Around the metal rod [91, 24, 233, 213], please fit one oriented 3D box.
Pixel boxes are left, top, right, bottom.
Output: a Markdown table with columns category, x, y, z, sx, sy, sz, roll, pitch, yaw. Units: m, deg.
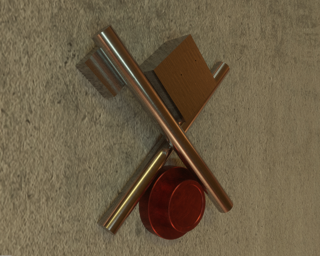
| category | x | y | z | sx | sy | sz | roll | pitch | yaw |
| --- | --- | --- | --- | --- | --- | --- | --- | --- | --- |
| metal rod | 0.017 | 0.007 | 0.390 | 0.025 | 0.025 | 0.300 | -51 | 120 | -28 |

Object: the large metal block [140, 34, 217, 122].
| category | x | y | z | sx | sy | sz | roll | pitch | yaw |
| --- | --- | --- | --- | --- | --- | --- | --- | --- | --- |
| large metal block | 0.020 | -0.064 | 0.410 | 0.080 | 0.050 | 0.080 | -49 | 120 | -29 |

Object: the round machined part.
| category | x | y | z | sx | sy | sz | roll | pitch | yaw |
| --- | --- | --- | --- | --- | --- | --- | --- | --- | --- |
| round machined part | 0.024 | 0.101 | 0.417 | 0.099 | 0.042 | 0.097 | 0 | 90 | -40 |

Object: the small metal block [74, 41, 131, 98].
| category | x | y | z | sx | sy | sz | roll | pitch | yaw |
| --- | --- | --- | --- | --- | --- | --- | --- | --- | --- |
| small metal block | -0.060 | -0.070 | 0.358 | 0.050 | 0.025 | 0.050 | 51 | 60 | -28 |

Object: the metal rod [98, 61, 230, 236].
| category | x | y | z | sx | sy | sz | roll | pitch | yaw |
| --- | --- | --- | --- | --- | --- | --- | --- | --- | --- |
| metal rod | 0.019 | 0.011 | 0.426 | 0.025 | 0.025 | 0.301 | 53 | 59 | -28 |
